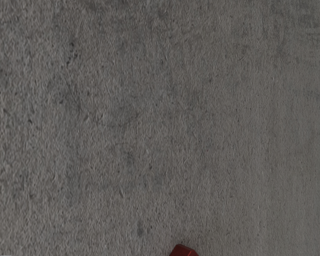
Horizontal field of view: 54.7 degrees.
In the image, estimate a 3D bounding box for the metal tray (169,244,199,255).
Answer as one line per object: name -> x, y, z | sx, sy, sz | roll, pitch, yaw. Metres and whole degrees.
metal tray -> 0.020, 0.238, 0.418 | 0.130, 0.030, 0.090 | -49, 119, -29
